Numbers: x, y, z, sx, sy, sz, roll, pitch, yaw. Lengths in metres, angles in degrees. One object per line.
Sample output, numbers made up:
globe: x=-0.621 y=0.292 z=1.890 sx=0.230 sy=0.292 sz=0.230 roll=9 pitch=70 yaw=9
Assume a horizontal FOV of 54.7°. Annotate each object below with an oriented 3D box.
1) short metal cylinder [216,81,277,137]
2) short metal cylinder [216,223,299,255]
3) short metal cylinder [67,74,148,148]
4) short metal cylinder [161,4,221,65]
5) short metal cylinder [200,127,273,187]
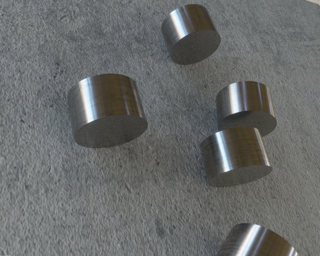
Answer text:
short metal cylinder: x=0.123 y=-0.023 z=0.448 sx=0.081 sy=0.080 sz=0.050 roll=15 pitch=56 yaw=-20
short metal cylinder: x=0.101 y=0.150 z=0.331 sx=0.080 sy=0.080 sz=0.050 roll=45 pitch=51 yaw=2
short metal cylinder: x=-0.059 y=-0.017 z=0.347 sx=0.081 sy=0.080 sz=0.050 roll=-2 pitch=63 yaw=-29
short metal cylinder: x=0.047 y=-0.143 z=0.481 sx=0.081 sy=0.080 sz=0.050 roll=-4 pitch=64 yaw=-30
short metal cylinder: x=0.096 y=0.039 z=0.396 sx=0.081 sy=0.080 sz=0.050 roll=4 pitch=60 yaw=-26
